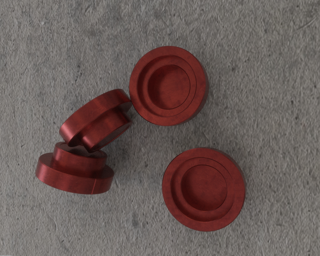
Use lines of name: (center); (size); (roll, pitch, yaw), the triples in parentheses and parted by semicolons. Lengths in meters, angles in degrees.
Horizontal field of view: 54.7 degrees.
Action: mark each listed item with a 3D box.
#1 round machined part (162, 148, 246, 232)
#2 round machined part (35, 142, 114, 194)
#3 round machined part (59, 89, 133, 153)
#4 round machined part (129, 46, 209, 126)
round machined part: (0.056, 0.072, 0.380); (0.098, 0.042, 0.097); (0, 90, 20)
round machined part: (-0.108, 0.048, 0.408); (0.098, 0.098, 0.042); (18, 97, 19)
round machined part: (-0.074, -0.004, 0.397); (0.098, 0.098, 0.042); (-38, 85, 16)
round machined part: (0.014, -0.051, 0.395); (0.098, 0.042, 0.097); (0, 90, 20)
